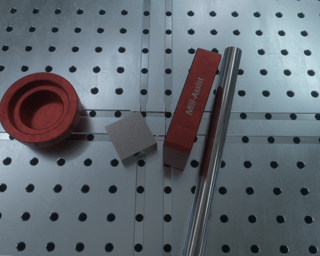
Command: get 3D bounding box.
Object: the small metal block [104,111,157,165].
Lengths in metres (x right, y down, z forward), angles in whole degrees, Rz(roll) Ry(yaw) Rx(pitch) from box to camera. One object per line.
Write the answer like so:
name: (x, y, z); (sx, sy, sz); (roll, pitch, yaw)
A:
small metal block: (-0.038, 0.013, 0.407); (0.050, 0.025, 0.050); (-26, 72, -10)

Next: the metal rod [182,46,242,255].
metal rod: (0.071, 0.024, 0.403); (0.025, 0.025, 0.299); (13, 70, 4)

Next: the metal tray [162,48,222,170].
metal tray: (0.038, -0.021, 0.385); (0.030, 0.090, 0.130); (18, 71, 6)

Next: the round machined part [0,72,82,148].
round machined part: (-0.153, -0.021, 0.408); (0.099, 0.042, 0.098); (0, 70, -1)
